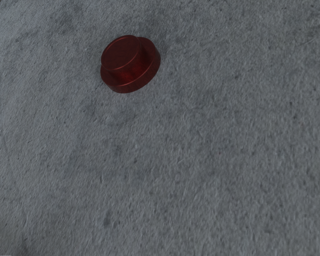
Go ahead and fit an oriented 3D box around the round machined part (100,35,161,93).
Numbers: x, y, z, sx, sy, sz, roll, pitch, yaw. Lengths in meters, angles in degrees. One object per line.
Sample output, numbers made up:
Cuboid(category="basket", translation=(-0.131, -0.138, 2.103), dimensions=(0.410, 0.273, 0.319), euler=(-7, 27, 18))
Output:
Cuboid(category="round machined part", translation=(-0.052, -0.106, 0.484), dimensions=(0.098, 0.042, 0.098), euler=(-13, 56, 20))
